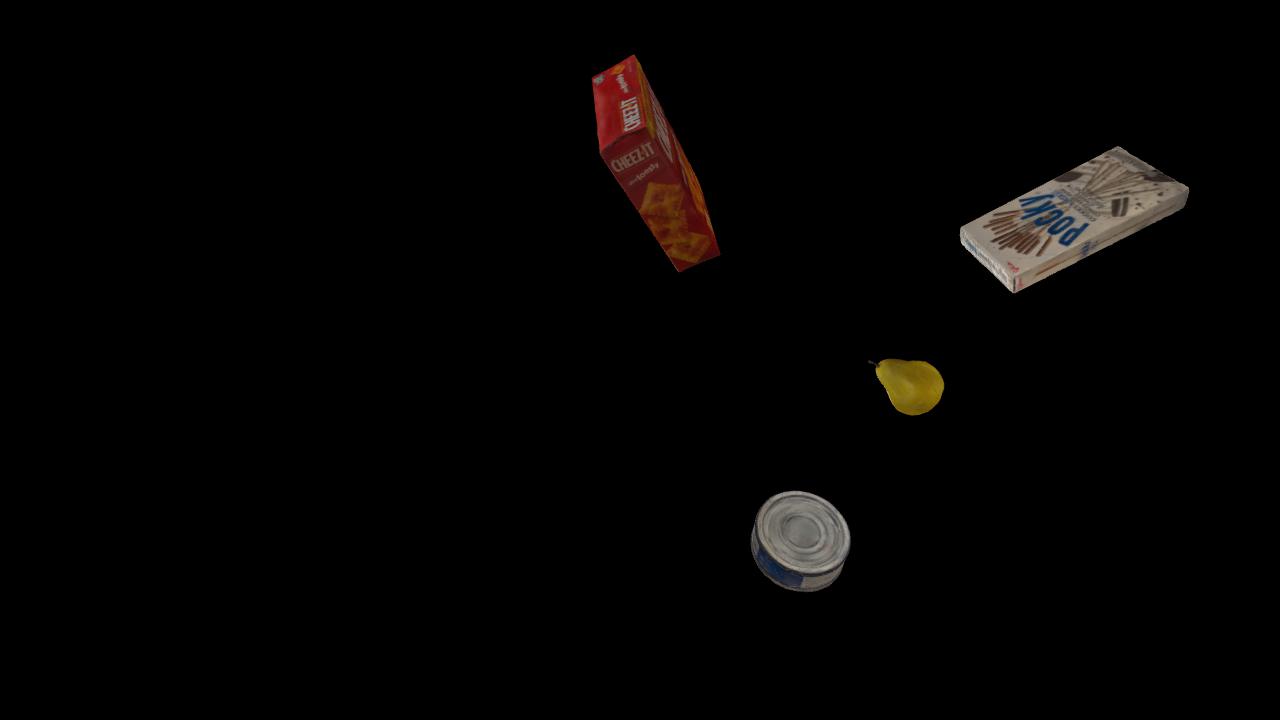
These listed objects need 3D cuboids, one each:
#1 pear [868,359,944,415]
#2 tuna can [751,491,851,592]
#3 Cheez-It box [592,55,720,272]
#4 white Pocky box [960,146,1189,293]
[{"bbox_3d":[0.370,0.026,0.874,0.111,0.080,0.080,38,1,1],"label":"pear"},{"bbox_3d":[0.142,0.159,0.548,0.084,0.084,0.034,-1,-45,1],"label":"tuna can"},{"bbox_3d":[0.022,-0.246,0.792,0.071,0.166,0.223,-22,-40,17],"label":"Cheez-It box"},{"bbox_3d":[0.389,-0.129,0.561,0.154,0.084,0.028,-28,-44,10],"label":"white Pocky box"}]
